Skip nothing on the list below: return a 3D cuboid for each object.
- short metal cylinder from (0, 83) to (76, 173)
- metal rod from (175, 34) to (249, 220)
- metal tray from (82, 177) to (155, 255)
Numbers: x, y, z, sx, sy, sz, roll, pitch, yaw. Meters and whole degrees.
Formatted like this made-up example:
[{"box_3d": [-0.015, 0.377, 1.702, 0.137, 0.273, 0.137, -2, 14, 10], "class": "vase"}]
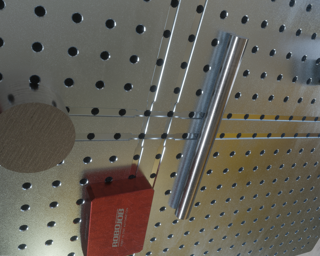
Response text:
[{"box_3d": [-0.134, 0.000, 0.322, 0.081, 0.050, 0.079, -14, 124, -21], "class": "short metal cylinder"}, {"box_3d": [0.069, 0.014, 0.457, 0.025, 0.025, 0.298, -1, 119, -28], "class": "metal rod"}, {"box_3d": [-0.064, 0.138, 0.458, 0.091, 0.030, 0.129, -4, 120, -27], "class": "metal tray"}]
